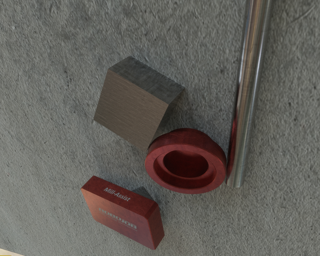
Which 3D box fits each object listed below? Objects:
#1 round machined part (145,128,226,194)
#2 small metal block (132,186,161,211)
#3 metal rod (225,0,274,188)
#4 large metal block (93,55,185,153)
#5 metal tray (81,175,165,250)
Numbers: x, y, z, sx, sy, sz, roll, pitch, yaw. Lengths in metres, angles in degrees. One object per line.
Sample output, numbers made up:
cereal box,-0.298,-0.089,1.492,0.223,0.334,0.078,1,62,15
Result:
round machined part,0.034,0.038,0.390,0.098,0.042,0.097,7,135,8
small metal block,-0.036,0.128,0.502,0.050,0.025,0.050,-29,102,32
metal rod,0.093,-0.059,0.321,0.025,0.025,0.298,13,124,21
large metal block,-0.028,-0.030,0.387,0.080,0.050,0.079,32,128,7
metal tray,-0.060,0.135,0.498,0.130,0.030,0.089,16,135,28
